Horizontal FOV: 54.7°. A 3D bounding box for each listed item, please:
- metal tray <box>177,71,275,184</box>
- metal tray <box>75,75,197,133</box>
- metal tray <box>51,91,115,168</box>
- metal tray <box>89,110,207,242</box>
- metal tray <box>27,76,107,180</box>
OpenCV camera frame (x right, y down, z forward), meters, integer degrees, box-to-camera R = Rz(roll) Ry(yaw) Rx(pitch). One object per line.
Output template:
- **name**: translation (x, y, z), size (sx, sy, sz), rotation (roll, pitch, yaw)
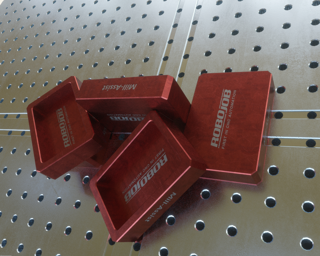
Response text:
- **metal tray**: translation (0.079, -0.005, 0.365), size (0.090, 0.030, 0.130), rotation (3, 63, 29)
- **metal tray**: translation (-0.029, -0.026, 0.395), size (0.130, 0.090, 0.030), rotation (2, 63, 28)
- **metal tray**: translation (-0.116, -0.007, 0.468), size (0.090, 0.030, 0.130), rotation (-1, 62, 27)
- **metal tray**: translation (-0.020, 0.055, 0.356), size (0.130, 0.030, 0.090), rotation (-48, 50, 16)
- **metal tray**: translation (-0.135, -0.004, 0.436), size (0.090, 0.030, 0.130), rotation (-32, 52, 6)
